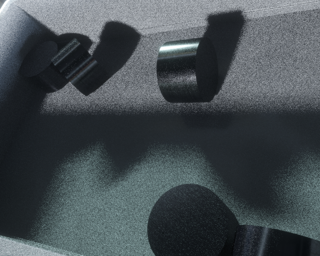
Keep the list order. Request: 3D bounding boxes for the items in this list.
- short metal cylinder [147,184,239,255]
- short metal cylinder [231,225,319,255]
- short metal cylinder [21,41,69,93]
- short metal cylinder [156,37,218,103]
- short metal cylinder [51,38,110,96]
[{"bbox_3d":[0.035,0.102,0.309,0.080,0.050,0.080,-13,56,21],"label":"short metal cylinder"},{"bbox_3d":[0.097,0.115,0.249,0.080,0.080,0.050,4,64,30],"label":"short metal cylinder"},{"bbox_3d":[-0.202,-0.111,0.564,0.080,0.050,0.080,-13,56,21],"label":"short metal cylinder"},{"bbox_3d":[0.037,-0.072,0.395,0.050,0.080,0.080,1,62,29],"label":"short metal cylinder"},{"bbox_3d":[-0.126,-0.097,0.497,0.050,0.080,0.080,-42,51,0],"label":"short metal cylinder"}]
